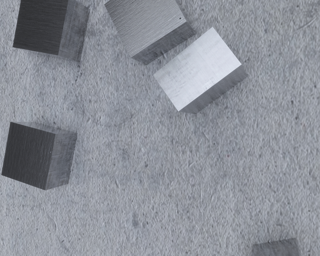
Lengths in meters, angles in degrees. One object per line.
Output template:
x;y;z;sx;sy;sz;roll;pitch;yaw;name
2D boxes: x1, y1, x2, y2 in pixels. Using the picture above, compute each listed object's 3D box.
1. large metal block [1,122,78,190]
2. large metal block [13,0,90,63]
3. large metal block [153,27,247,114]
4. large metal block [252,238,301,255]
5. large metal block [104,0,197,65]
-0.178;0.038;0.458;0.080;0.050;0.080;13;94;19;large metal block
-0.157;-0.146;0.451;0.080;0.050;0.080;14;95;19;large metal block
0.051;-0.061;0.362;0.080;0.080;0.050;-37;78;16;large metal block
0.135;0.175;0.332;0.050;0.080;0.080;-17;84;19;large metal block
-0.012;-0.140;0.400;0.080;0.050;0.080;-29;81;17;large metal block
